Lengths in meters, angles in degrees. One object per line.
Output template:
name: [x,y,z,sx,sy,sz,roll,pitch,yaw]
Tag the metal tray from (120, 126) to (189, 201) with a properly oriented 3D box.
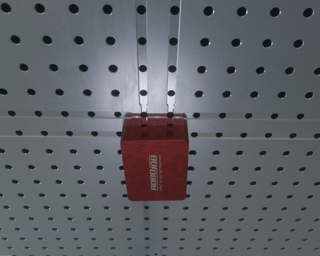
metal tray: [-0.006,0.056,0.456,0.090,0.030,0.129,-1,130,1]
